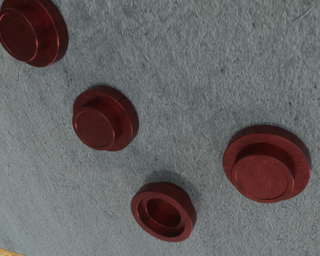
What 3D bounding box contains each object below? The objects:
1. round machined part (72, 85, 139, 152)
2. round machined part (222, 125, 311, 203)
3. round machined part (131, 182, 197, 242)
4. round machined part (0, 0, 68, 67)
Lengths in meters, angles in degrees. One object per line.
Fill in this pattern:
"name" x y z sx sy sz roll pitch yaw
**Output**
"round machined part" -0.083 -0.007 0.435 0.098 0.042 0.097 13 124 21
"round machined part" 0.121 0.048 0.362 0.098 0.042 0.097 13 124 21
"round machined part" 0.009 0.120 0.466 0.098 0.042 0.097 13 124 21
"round machined part" -0.175 -0.127 0.410 0.098 0.042 0.097 13 124 21
